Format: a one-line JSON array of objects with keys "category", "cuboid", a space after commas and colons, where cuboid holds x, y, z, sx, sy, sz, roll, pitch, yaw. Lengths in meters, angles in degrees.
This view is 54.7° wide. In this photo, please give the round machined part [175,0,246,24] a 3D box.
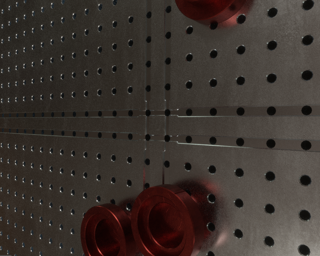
[{"category": "round machined part", "cuboid": [0.054, -0.173, 0.353, 0.098, 0.042, 0.097, 0, 90, 39]}]

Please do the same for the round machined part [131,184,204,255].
[{"category": "round machined part", "cuboid": [0.013, 0.118, 0.386, 0.098, 0.042, 0.097, 0, 90, 39]}]

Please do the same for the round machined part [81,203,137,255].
[{"category": "round machined part", "cuboid": [-0.069, 0.159, 0.453, 0.098, 0.042, 0.097, 0, 90, 39]}]
